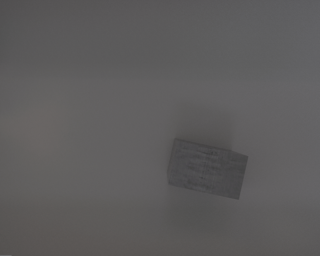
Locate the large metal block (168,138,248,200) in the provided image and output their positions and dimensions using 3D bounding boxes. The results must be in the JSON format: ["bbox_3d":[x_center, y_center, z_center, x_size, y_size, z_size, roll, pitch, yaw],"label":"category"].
[{"bbox_3d":[0.054,0.047,0.384,0.080,0.080,0.050,12,90,0],"label":"large metal block"}]
